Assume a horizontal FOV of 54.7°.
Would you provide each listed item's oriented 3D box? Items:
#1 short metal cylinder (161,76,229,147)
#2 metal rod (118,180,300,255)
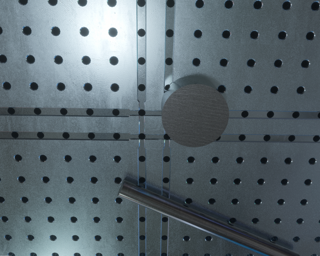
[{"bbox_3d":[0.042,-0.022,0.393,0.081,0.050,0.079,0,110,-1],"label":"short metal cylinder"},{"bbox_3d":[0.079,0.148,0.469,0.301,0.025,0.025,25,108,-9],"label":"metal rod"}]
